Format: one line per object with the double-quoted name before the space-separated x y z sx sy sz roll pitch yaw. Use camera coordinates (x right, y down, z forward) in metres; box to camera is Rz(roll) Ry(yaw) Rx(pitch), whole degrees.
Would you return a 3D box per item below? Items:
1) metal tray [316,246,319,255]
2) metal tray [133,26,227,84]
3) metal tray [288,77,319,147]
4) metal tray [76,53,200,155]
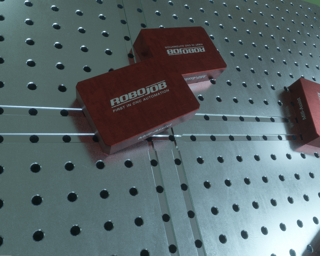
"metal tray" 0.293 0.181 0.451 0.131 0.030 0.090 -27 77 -37
"metal tray" 0.034 -0.116 0.493 0.131 0.030 0.090 -15 70 -34
"metal tray" 0.298 -0.026 0.580 0.091 0.030 0.130 13 56 -21
"metal tray" -0.027 -0.034 0.390 0.131 0.030 0.090 -23 74 -22
